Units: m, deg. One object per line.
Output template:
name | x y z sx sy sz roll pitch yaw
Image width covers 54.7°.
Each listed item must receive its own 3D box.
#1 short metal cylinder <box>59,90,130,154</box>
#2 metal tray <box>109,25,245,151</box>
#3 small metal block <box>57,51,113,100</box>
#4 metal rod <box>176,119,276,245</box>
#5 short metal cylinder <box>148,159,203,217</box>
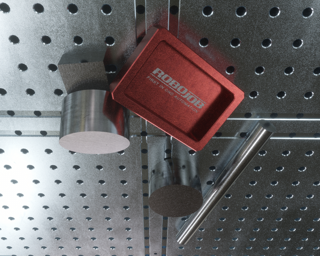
short metal cylinder | -0.077 -0.005 0.370 0.081 0.050 0.080 -3 158 -1
metal tray | 0.021 -0.041 0.353 0.130 0.030 0.090 32 101 -25
small metal block | -0.084 -0.059 0.360 0.050 0.025 0.050 -4 130 3
metal rod | 0.092 0.104 0.500 0.025 0.025 0.298 15 129 -13
short metal cylinder | 0.023 0.092 0.474 0.081 0.050 0.079 0 130 0
